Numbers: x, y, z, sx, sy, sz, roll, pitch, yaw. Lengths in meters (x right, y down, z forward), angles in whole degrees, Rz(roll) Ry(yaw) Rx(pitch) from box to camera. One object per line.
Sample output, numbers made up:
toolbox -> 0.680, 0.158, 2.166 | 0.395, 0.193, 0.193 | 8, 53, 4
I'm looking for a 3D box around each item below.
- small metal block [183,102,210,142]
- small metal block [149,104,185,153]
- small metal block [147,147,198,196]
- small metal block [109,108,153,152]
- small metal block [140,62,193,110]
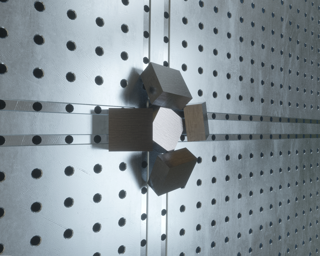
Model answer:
small metal block -> 0.053, -0.010, 0.440 | 0.050, 0.025, 0.050 | -29, 112, -74
small metal block -> 0.002, 0.001, 0.412 | 0.050, 0.025, 0.050 | 39, 66, -34
small metal block -> 0.016, 0.057, 0.409 | 0.050, 0.025, 0.050 | -12, 133, -40
small metal block -> -0.035, 0.002, 0.367 | 0.050, 0.025, 0.050 | 0, 90, -6
small metal block -> 0.008, -0.054, 0.401 | 0.050, 0.025, 0.050 | 8, 49, -40
